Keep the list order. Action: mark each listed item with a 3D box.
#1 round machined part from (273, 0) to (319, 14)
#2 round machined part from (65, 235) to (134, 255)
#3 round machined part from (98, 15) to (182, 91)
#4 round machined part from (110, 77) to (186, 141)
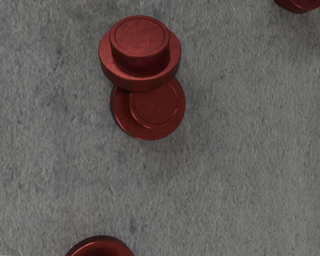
[{"bbox_3d":[0.210,-0.225,0.479,0.099,0.042,0.097,0,90,-21],"label":"round machined part"},{"bbox_3d":[-0.072,0.186,0.374,0.099,0.042,0.097,0,90,-21],"label":"round machined part"},{"bbox_3d":[-0.024,-0.095,0.367,0.099,0.042,0.098,1,60,-2],"label":"round machined part"},{"bbox_3d":[-0.011,-0.032,0.397,0.099,0.042,0.097,0,90,-21],"label":"round machined part"}]
